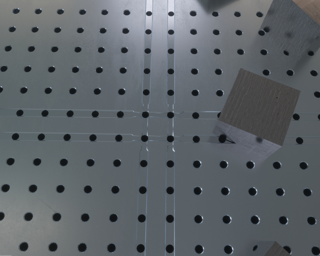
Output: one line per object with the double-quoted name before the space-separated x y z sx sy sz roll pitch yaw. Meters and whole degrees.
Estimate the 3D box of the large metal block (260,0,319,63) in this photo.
"large metal block" 0.201 -0.154 0.440 0.050 0.080 0.080 -34 74 -11

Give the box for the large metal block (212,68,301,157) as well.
"large metal block" 0.124 -0.020 0.406 0.080 0.050 0.080 23 72 8

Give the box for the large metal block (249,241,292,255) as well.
"large metal block" 0.124 0.181 0.333 0.080 0.050 0.080 42 75 14
